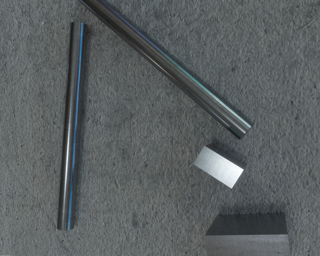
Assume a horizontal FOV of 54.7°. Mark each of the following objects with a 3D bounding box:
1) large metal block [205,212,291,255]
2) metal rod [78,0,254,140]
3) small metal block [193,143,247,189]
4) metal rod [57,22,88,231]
[{"bbox_3d":[0.101,0.131,0.344,0.080,0.080,0.050,-8,88,20],"label":"large metal block"},{"bbox_3d":[-0.003,-0.093,0.409,0.300,0.025,0.025,43,103,14],"label":"metal rod"},{"bbox_3d":[0.073,0.043,0.370,0.050,0.050,0.025,32,101,17],"label":"small metal block"},{"bbox_3d":[-0.129,-0.002,0.454,0.025,0.025,0.298,5,92,20],"label":"metal rod"}]
